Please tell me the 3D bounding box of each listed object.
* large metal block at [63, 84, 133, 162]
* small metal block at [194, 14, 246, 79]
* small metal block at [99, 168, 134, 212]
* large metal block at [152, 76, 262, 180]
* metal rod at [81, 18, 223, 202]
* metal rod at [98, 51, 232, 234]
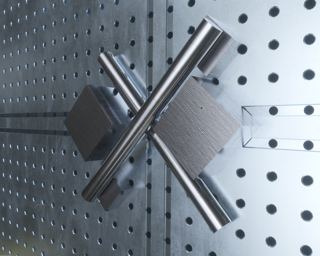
[{"bbox_3d":[-0.092,-0.007,0.469,0.080,0.050,0.080,-51,61,28],"label":"large metal block"},{"bbox_3d":[0.061,-0.093,0.360,0.050,0.025,0.050,-52,60,27],"label":"small metal block"},{"bbox_3d":[-0.073,0.089,0.470,0.050,0.025,0.050,52,120,27],"label":"small metal block"},{"bbox_3d":[0.051,0.000,0.351,0.080,0.050,0.080,51,120,28],"label":"large metal block"},{"bbox_3d":[-0.024,-0.005,0.396,0.298,0.025,0.025,-52,60,27],"label":"metal rod"},{"bbox_3d":[-0.007,0.002,0.414,0.025,0.025,0.299,-50,61,28],"label":"metal rod"}]
